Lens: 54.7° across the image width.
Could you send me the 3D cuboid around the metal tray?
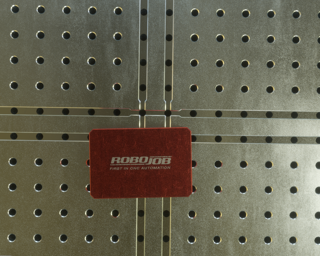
[{"bbox_3d":[-0.025,0.045,0.411,0.131,0.030,0.089,-1,90,-1],"label":"metal tray"}]
